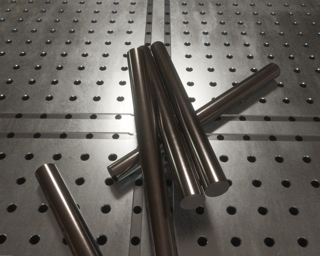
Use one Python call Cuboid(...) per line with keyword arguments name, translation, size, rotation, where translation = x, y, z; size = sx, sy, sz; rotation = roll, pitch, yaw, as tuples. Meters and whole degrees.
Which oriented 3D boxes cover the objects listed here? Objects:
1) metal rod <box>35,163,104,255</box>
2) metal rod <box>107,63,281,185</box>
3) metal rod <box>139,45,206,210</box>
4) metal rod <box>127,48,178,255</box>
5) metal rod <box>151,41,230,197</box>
Cuboid(name="metal rod", translation=(-0.051, 0.146, 0.283), size=(0.025, 0.025, 0.300), rotation=(-27, 55, -21))
Cuboid(name="metal rod", translation=(0.062, -0.018, 0.423), size=(0.302, 0.025, 0.025), rotation=(-32, 57, -25))
Cuboid(name="metal rod", translation=(0.002, -0.028, 0.404), size=(0.025, 0.025, 0.300), rotation=(-9, 42, -8))
Cuboid(name="metal rod", translation=(-0.012, 0.026, 0.354), size=(0.025, 0.025, 0.299), rotation=(-6, 60, -6))
Cuboid(name="metal rod", translation=(0.026, -0.038, 0.411), size=(0.025, 0.025, 0.300), rotation=(-9, 42, -8))
